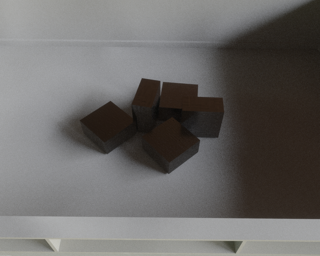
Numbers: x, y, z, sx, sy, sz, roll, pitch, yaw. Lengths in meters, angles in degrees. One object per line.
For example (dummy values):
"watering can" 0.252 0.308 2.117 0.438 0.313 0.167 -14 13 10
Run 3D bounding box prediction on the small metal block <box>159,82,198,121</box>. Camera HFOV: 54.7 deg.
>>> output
"small metal block" 0.026 -0.037 0.434 0.050 0.025 0.050 5 50 4

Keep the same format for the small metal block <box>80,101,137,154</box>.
"small metal block" -0.067 -0.002 0.403 0.050 0.025 0.050 38 59 27

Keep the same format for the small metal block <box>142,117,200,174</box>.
"small metal block" 0.013 0.021 0.385 0.050 0.025 0.050 -33 58 -25

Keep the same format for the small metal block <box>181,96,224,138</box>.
"small metal block" 0.052 -0.013 0.398 0.050 0.050 0.025 2 50 1

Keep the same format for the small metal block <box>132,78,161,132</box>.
"small metal block" -0.017 -0.029 0.410 0.025 0.050 0.050 10 51 8
